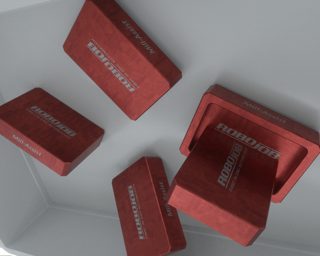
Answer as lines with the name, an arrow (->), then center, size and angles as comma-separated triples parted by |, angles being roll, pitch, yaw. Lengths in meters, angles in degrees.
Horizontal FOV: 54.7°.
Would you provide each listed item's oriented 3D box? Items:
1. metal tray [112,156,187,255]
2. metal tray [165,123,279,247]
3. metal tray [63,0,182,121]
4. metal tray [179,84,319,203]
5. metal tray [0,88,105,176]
metal tray -> -0.020, 0.116, 0.437 | 0.090, 0.030, 0.130 | -39, 57, 37
metal tray -> 0.073, 0.049, 0.332 | 0.090, 0.131, 0.030 | 27, 127, 11
metal tray -> -0.048, -0.080, 0.371 | 0.130, 0.030, 0.090 | 46, 137, -5
metal tray -> 0.097, 0.018, 0.352 | 0.130, 0.030, 0.089 | 28, 124, 11
metal tray -> -0.159, 0.001, 0.449 | 0.130, 0.090, 0.030 | 33, 129, 6
